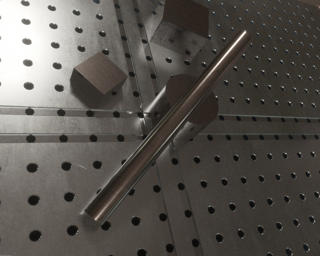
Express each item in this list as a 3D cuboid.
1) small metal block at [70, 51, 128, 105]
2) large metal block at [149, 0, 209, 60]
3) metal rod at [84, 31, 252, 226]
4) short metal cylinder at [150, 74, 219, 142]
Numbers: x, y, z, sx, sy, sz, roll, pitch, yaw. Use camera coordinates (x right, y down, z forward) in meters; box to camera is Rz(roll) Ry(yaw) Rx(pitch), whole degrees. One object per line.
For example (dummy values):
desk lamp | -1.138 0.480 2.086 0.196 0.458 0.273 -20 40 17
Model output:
small metal block | -0.079 -0.066 0.407 0.050 0.025 0.050 43 51 1
large metal block | 0.034 -0.173 0.518 0.081 0.050 0.080 19 54 -18
metal rod | 0.023 -0.015 0.370 0.025 0.025 0.301 41 70 -1
short metal cylinder | 0.033 -0.027 0.428 0.081 0.050 0.080 14 56 -21
